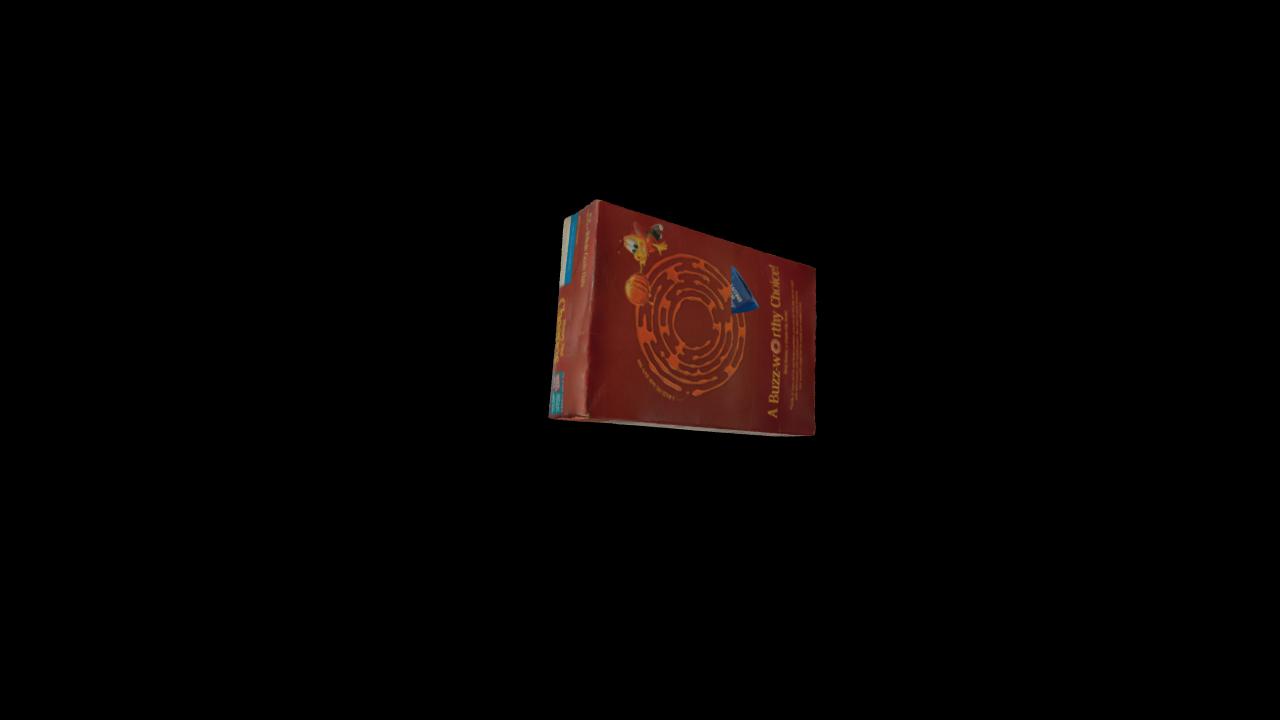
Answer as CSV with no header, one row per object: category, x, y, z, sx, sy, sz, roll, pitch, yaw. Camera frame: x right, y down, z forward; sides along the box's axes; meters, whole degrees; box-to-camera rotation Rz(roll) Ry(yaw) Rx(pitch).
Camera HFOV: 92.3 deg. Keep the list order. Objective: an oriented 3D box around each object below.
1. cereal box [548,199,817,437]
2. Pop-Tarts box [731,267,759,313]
cereal box,0.059,-0.027,0.651,0.306,0.203,0.081,8,-11,-33
Pop-Tarts box,0.070,-0.042,0.726,0.141,0.083,0.167,-32,-19,11
